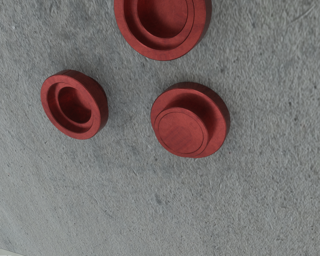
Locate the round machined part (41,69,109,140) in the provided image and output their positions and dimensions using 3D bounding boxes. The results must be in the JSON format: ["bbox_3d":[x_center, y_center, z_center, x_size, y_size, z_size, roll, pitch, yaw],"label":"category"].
[{"bbox_3d":[-0.113,-0.036,0.434,0.098,0.042,0.097,13,124,21],"label":"round machined part"}]

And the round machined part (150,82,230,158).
[{"bbox_3d":[0.032,-0.003,0.377,0.098,0.042,0.097,13,124,21],"label":"round machined part"}]

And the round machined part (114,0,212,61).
[{"bbox_3d":[0.006,-0.122,0.317,0.098,0.042,0.097,13,124,21],"label":"round machined part"}]
